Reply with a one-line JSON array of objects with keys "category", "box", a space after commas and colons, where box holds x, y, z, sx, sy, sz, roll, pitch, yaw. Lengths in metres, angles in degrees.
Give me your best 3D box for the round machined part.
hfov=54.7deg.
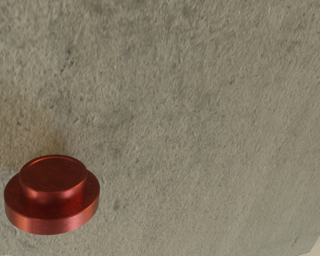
[{"category": "round machined part", "box": [-0.115, 0.064, 0.337, 0.099, 0.098, 0.042, -5, 121, -27]}]
